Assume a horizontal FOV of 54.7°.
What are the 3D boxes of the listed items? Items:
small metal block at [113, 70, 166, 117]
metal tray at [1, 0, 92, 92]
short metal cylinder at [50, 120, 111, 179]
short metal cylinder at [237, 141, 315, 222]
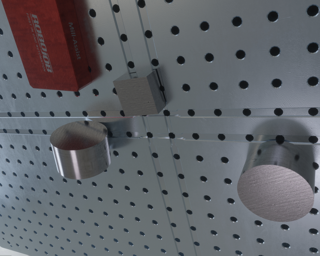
[{"bbox_3d":[-0.026,-0.044,0.398,0.050,0.025,0.050,-3,117,29],"label":"small metal block"},{"bbox_3d":[-0.150,-0.116,0.415,0.090,0.030,0.129,7,122,24],"label":"metal tray"},{"bbox_3d":[-0.115,0.030,0.455,0.080,0.080,0.050,12,124,21],"label":"short metal cylinder"},{"bbox_3d":[0.136,0.062,0.361,0.080,0.050,0.079,13,124,21],"label":"short metal cylinder"}]
